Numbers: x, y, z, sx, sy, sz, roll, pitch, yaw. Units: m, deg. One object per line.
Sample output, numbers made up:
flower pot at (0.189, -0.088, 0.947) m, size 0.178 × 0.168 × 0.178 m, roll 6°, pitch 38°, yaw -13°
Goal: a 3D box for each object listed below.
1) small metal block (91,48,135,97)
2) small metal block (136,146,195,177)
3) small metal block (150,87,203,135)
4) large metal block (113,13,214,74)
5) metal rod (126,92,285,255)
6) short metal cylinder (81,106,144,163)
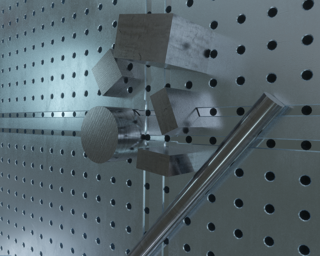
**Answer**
small metal block at (-0.072, -0.082, 0.466) m, size 0.050 × 0.025 × 0.050 m, roll -38°, pitch 67°, yaw 33°
small metal block at (0.007, 0.040, 0.386) m, size 0.050 × 0.050 × 0.025 m, roll 9°, pitch 96°, yaw 39°
small metal block at (0.020, -0.019, 0.375) m, size 0.025 × 0.050 × 0.050 m, roll -28°, pitch 73°, yaw 36°
large metal block at (0.005, -0.099, 0.368) m, size 0.080 × 0.081 × 0.050 m, roll 16°, pitch 100°, yaw 38°
metal rod at (0.038, 0.081, 0.376) m, size 0.025 × 0.025 × 0.298 m, roll 50°, pitch 119°, yaw 28°
short metal cylinder at (-0.069, 0.009, 0.448) m, size 0.080 × 0.050 × 0.079 m, roll 0°, pitch 90°, yaw 39°
